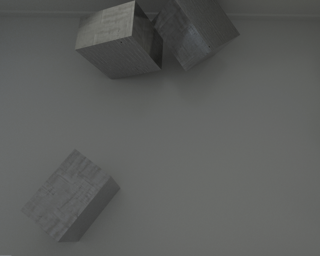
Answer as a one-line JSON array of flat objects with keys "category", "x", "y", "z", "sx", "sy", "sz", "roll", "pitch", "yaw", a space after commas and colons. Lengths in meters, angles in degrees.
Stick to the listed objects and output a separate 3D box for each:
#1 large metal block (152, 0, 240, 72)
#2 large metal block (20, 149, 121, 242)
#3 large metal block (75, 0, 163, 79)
[{"category": "large metal block", "x": 0.049, "y": -0.134, "z": 0.417, "sx": 0.081, "sy": 0.050, "sz": 0.080, "roll": -37, "pitch": 92, "yaw": -41}, {"category": "large metal block", "x": -0.094, "y": 0.079, "z": 0.351, "sx": 0.050, "sy": 0.080, "sz": 0.080, "roll": 35, "pitch": 74, "yaw": 12}, {"category": "large metal block", "x": -0.050, "y": -0.110, "z": 0.406, "sx": 0.080, "sy": 0.080, "sz": 0.050, "roll": -6, "pitch": 68, "yaw": 24}]
